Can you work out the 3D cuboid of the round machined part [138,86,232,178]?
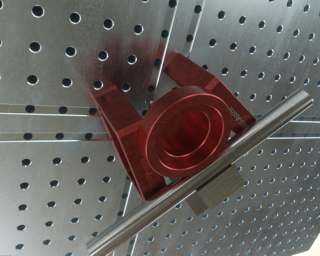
[{"bbox_3d":[0.023,0.001,0.325,0.099,0.042,0.097,-14,125,-21],"label":"round machined part"}]

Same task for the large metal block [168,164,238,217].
[{"bbox_3d":[0.056,0.063,0.443,0.080,0.080,0.050,-36,129,-5],"label":"large metal block"}]

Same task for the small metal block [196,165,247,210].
[{"bbox_3d":[0.070,0.069,0.372,0.050,0.050,0.025,-37,85,-4],"label":"small metal block"}]

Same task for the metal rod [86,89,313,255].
[{"bbox_3d":[0.049,0.050,0.354,0.301,0.025,0.025,-35,129,-5],"label":"metal rod"}]

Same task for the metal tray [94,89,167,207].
[{"bbox_3d":[-0.031,0.028,0.370,0.030,0.090,0.129,-26,128,-12],"label":"metal tray"}]

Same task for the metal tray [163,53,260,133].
[{"bbox_3d":[0.071,-0.032,0.389,0.030,0.090,0.130,-49,129,7],"label":"metal tray"}]
